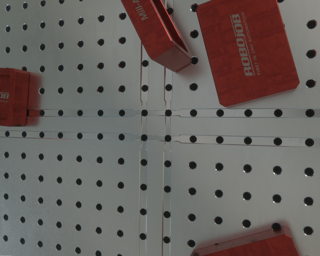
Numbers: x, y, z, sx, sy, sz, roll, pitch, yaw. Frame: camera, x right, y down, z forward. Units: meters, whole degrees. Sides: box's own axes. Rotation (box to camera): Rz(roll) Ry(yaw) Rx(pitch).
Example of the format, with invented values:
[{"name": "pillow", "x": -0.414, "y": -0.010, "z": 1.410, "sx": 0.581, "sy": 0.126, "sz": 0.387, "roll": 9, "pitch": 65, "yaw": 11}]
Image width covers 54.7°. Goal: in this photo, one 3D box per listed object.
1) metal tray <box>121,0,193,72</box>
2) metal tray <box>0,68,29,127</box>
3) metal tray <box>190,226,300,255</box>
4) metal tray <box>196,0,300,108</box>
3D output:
[{"name": "metal tray", "x": -0.011, "y": -0.138, "z": 0.381, "sx": 0.030, "sy": 0.090, "sz": 0.130, "roll": -29, "pitch": 81, "yaw": 18}, {"name": "metal tray", "x": -0.279, "y": -0.052, "z": 0.505, "sx": 0.130, "sy": 0.030, "sz": 0.089, "roll": 5, "pitch": 92, "yaw": 19}, {"name": "metal tray", "x": 0.108, "y": 0.182, "z": 0.372, "sx": 0.130, "sy": 0.030, "sz": 0.090, "roll": -23, "pitch": 83, "yaw": 18}, {"name": "metal tray", "x": 0.104, "y": -0.097, "z": 0.373, "sx": 0.090, "sy": 0.030, "sz": 0.129, "roll": -15, "pitch": 85, "yaw": 19}]
